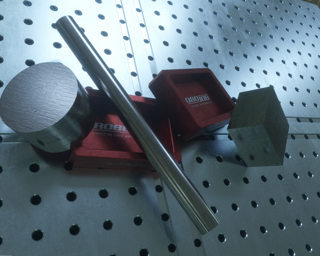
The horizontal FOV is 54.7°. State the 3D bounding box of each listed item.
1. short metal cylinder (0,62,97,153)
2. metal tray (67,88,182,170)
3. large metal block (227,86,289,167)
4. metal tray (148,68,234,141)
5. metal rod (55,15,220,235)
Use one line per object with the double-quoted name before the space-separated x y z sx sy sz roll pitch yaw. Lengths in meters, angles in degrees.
"short metal cylinder" -0.113 -0.021 0.321 0.080 0.050 0.080 -4 63 9
"metal tray" -0.043 0.003 0.379 0.131 0.030 0.090 6 59 -25
"large metal block" 0.145 -0.001 0.448 0.080 0.050 0.080 55 45 -30
"metal tray" 0.054 -0.039 0.433 0.131 0.030 0.090 -16 70 -52
"metal rod" -0.032 -0.011 0.359 0.025 0.025 0.299 -28 77 -37
